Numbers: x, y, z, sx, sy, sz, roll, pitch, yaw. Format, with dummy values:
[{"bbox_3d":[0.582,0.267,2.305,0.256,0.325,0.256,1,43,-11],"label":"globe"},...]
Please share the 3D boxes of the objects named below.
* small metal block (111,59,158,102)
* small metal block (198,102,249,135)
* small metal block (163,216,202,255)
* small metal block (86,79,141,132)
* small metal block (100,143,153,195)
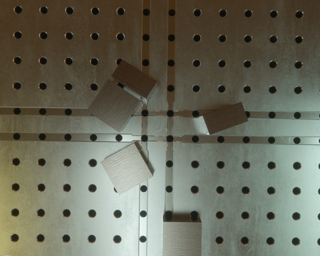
[{"bbox_3d":[-0.031,-0.060,0.401,0.050,0.050,0.025,33,90,0],"label":"small metal block"},{"bbox_3d":[0.080,-0.012,0.401,0.050,0.050,0.025,-20,90,0],"label":"small metal block"},{"bbox_3d":[0.029,0.147,0.414,0.050,0.025,0.050,1,90,0],"label":"small metal block"},{"bbox_3d":[-0.060,-0.029,0.413,0.050,0.025,0.050,34,90,0],"label":"small metal block"},{"bbox_3d":[-0.043,0.053,0.413,0.050,0.025,0.050,-29,90,0],"label":"small metal block"}]
